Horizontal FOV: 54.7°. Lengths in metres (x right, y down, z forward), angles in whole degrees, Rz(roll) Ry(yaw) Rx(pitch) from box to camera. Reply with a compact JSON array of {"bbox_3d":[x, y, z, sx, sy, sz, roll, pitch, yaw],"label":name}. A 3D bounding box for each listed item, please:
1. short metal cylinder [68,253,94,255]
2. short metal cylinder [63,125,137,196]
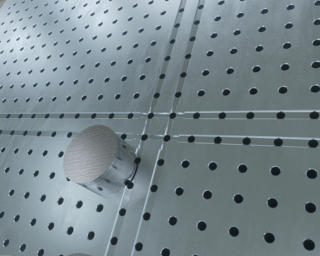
[{"bbox_3d":[-0.077,0.177,0.324,0.080,0.050,0.080,-13,56,21],"label":"short metal cylinder"},{"bbox_3d":[-0.078,0.043,0.407,0.080,0.050,0.080,-13,56,21],"label":"short metal cylinder"}]
